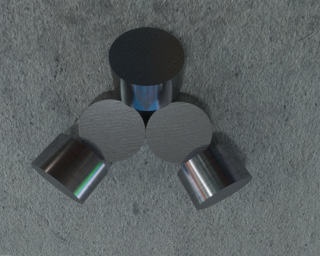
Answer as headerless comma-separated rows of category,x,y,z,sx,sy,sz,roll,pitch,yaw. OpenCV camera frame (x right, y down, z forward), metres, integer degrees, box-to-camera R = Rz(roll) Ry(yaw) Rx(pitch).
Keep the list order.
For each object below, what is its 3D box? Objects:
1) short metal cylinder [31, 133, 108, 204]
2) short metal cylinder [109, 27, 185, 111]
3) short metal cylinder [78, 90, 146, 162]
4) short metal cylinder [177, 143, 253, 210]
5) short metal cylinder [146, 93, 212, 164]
short metal cylinder,-0.114,0.052,0.393,0.080,0.080,0.050,44,64,-15
short metal cylinder,-0.015,-0.066,0.351,0.081,0.080,0.050,2,153,-1
short metal cylinder,-0.058,-0.004,0.395,0.081,0.050,0.079,0,110,0
short metal cylinder,0.070,0.063,0.399,0.080,0.080,0.050,-35,65,12
short metal cylinder,0.023,-0.001,0.397,0.081,0.050,0.079,0,110,0
